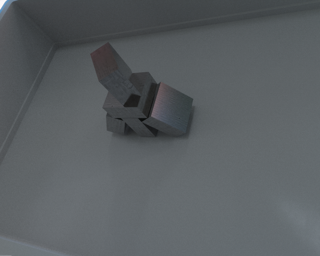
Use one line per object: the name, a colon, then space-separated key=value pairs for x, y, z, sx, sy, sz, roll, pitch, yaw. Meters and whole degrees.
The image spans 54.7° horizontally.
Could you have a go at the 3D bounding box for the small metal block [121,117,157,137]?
small metal block: x=-0.021 y=-0.022 z=0.412 sx=0.025 sy=0.050 sz=0.050 roll=1 pitch=62 yaw=29

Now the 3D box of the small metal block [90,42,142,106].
small metal block: x=-0.050 y=-0.061 z=0.354 sx=0.025 sy=0.050 sz=0.050 roll=-31 pitch=51 yaw=9

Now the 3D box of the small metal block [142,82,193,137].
small metal block: x=0.010 y=-0.023 z=0.393 sx=0.025 sy=0.050 sz=0.050 roll=-28 pitch=42 yaw=56

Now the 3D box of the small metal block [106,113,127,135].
small metal block: x=-0.054 y=-0.024 z=0.427 sx=0.025 sy=0.050 sz=0.050 roll=16 pitch=66 yaw=-2

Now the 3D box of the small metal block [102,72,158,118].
small metal block: x=-0.036 y=-0.040 z=0.382 sx=0.050 sy=0.025 sz=0.050 roll=1 pitch=62 yaw=28
